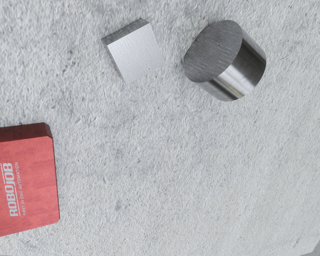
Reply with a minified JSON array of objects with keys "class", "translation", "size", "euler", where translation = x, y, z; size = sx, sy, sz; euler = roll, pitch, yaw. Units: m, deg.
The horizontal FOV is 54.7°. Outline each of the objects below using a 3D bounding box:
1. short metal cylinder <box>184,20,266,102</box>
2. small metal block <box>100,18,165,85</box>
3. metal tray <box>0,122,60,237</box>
[{"class":"short metal cylinder","translation":[0.075,-0.078,0.365],"size":[0.050,0.080,0.080],"euler":[28,103,-38]},{"class":"small metal block","translation":[-0.029,-0.084,0.339],"size":[0.050,0.025,0.050],"euler":[-31,129,-8]},{"class":"metal tray","translation":[-0.166,0.062,0.351],"size":[0.091,0.030,0.129],"euler":[-8,122,-24]}]
